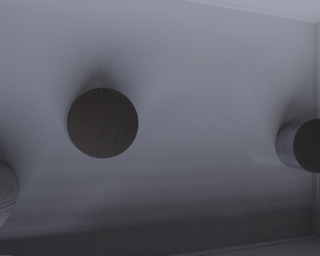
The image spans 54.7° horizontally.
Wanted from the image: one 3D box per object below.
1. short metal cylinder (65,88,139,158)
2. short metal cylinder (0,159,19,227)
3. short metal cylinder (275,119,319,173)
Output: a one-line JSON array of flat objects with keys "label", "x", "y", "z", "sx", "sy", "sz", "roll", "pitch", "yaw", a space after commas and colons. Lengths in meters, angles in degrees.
[{"label": "short metal cylinder", "x": -0.072, "y": -0.006, "z": 0.371, "sx": 0.081, "sy": 0.050, "sz": 0.079, "roll": 0, "pitch": 90, "yaw": -21}, {"label": "short metal cylinder", "x": -0.195, "y": 0.070, "z": 0.326, "sx": 0.081, "sy": 0.050, "sz": 0.079, "roll": 0, "pitch": 90, "yaw": -21}, {"label": "short metal cylinder", "x": 0.228, "y": 0.026, "z": 0.475, "sx": 0.081, "sy": 0.050, "sz": 0.079, "roll": 0, "pitch": 90, "yaw": -8}]
